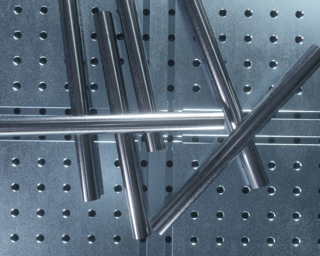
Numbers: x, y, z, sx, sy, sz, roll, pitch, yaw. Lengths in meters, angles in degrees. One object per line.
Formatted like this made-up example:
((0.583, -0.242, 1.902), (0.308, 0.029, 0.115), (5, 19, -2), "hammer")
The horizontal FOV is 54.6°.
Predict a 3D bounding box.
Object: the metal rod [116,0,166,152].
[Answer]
((-0.035, -0.117, 0.413), (0.025, 0.025, 0.299), (-12, 90, 0), "metal rod")

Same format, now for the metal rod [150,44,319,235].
((0.093, 0.021, 0.390), (0.025, 0.025, 0.299), (41, 99, 0), "metal rod")

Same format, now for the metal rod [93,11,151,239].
((-0.050, -0.004, 0.413), (0.025, 0.025, 0.299), (-10, 90, 0), "metal rod")

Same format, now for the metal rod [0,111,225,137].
((-0.073, -0.005, 0.386), (0.302, 0.025, 0.025), (-2, 90, 0), "metal rod")

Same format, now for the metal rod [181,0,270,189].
((0.081, -0.064, 0.413), (0.025, 0.025, 0.299), (-21, 90, 0), "metal rod")

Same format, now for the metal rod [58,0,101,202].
((-0.109, -0.054, 0.412), (0.025, 0.025, 0.298), (-7, 90, 0), "metal rod")
